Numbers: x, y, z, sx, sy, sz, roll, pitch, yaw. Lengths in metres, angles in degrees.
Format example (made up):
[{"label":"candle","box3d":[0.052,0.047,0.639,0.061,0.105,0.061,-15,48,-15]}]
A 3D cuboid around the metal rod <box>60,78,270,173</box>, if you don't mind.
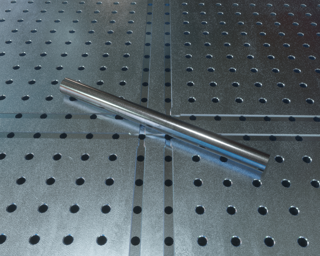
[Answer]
[{"label":"metal rod","box3d":[-0.006,-0.010,0.416,0.301,0.025,0.025,21,53,16]}]
